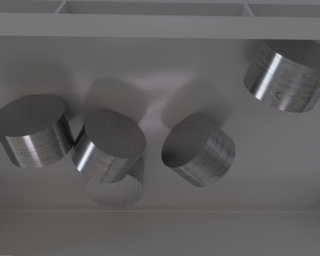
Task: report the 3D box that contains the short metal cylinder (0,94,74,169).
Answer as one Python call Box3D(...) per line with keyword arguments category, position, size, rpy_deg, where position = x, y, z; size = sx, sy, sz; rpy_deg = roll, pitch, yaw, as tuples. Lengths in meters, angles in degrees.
Box3D(category="short metal cylinder", position=(-0.150, 0.002, 0.373), size=(0.080, 0.080, 0.050), rpy_deg=(-2, 130, 2))

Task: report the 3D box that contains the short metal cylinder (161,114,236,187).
Box3D(category="short metal cylinder", position=(0.048, 0.028, 0.397), size=(0.080, 0.080, 0.050), rpy_deg=(-35, 122, 26))

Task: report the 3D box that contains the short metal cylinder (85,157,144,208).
Box3D(category="short metal cylinder", position=(-0.064, 0.072, 0.453), size=(0.081, 0.050, 0.079), rpy_deg=(0, 130, 0))

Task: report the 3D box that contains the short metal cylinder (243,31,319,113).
Box3D(category="short metal cylinder", position=(0.135, -0.060, 0.323), size=(0.081, 0.080, 0.050), rpy_deg=(9, 130, -8))

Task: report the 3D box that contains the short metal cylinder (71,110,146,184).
Box3D(category="short metal cylinder", position=(-0.065, 0.023, 0.391), size=(0.080, 0.080, 0.050), rpy_deg=(22, 127, -18))
